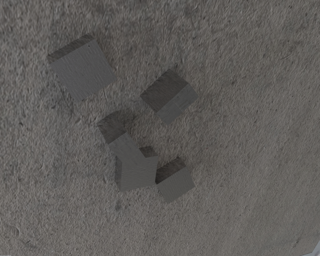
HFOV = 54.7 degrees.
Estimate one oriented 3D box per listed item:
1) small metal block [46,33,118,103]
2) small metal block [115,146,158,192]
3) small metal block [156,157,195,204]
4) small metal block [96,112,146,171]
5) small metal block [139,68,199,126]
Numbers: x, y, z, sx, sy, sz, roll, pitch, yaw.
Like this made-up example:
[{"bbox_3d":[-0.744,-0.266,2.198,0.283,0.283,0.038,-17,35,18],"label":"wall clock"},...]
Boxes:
[{"bbox_3d":[-0.081,-0.063,0.324,0.050,0.025,0.050,-32,129,-7],"label":"small metal block"},{"bbox_3d":[-0.033,0.055,0.423,0.050,0.025,0.050,-7,122,-25],"label":"small metal block"},{"bbox_3d":[0.020,0.079,0.467,0.050,0.025,0.050,-31,129,-9],"label":"small metal block"},{"bbox_3d":[-0.047,0.016,0.375,0.025,0.050,0.050,-35,129,-5],"label":"small metal block"},{"bbox_3d":[0.010,-0.038,0.372,0.050,0.050,0.025,-43,129,1],"label":"small metal block"}]
